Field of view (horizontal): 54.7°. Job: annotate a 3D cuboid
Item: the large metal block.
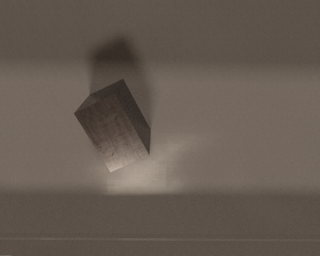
[{"bbox_3d":[-0.052,-0.006,0.379,0.050,0.080,0.080,-25,109,8],"label":"large metal block"}]
